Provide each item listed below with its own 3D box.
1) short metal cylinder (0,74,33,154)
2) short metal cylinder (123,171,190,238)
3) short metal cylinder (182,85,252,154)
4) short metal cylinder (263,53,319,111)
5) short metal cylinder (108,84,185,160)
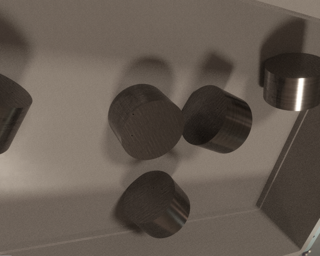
[{"bbox_3d":[-0.163,-0.019,0.273,0.080,0.080,0.050,22,107,-37],"label":"short metal cylinder"},{"bbox_3d":[-0.004,0.108,0.439,0.080,0.080,0.050,-39,130,-3],"label":"short metal cylinder"},{"bbox_3d":[0.073,-0.010,0.408,0.050,0.080,0.080,19,108,-36],"label":"short metal cylinder"},{"bbox_3d":[0.189,-0.067,0.438,0.081,0.080,0.050,-22,127,-16],"label":"short metal cylinder"},{"bbox_3d":[-0.017,-0.008,0.380,0.081,0.050,0.079,-14,124,-21],"label":"short metal cylinder"}]
